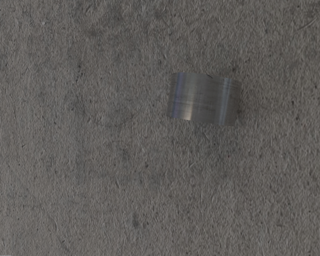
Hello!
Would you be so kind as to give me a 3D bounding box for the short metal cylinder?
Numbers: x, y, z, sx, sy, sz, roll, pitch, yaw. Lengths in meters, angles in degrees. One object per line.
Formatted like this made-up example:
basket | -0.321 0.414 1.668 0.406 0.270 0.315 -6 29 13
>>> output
short metal cylinder | 0.050 -0.033 0.362 0.080 0.080 0.050 10 94 20
